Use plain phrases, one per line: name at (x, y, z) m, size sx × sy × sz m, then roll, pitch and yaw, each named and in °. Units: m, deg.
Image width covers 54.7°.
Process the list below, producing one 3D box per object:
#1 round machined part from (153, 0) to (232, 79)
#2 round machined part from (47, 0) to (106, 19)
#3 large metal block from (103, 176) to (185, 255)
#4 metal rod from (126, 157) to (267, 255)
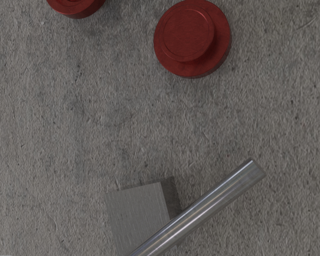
round machined part at (0.037, -0.113, 0.387) m, size 0.098 × 0.042 × 0.097 m, roll 0°, pitch 90°, yaw 20°
round machined part at (-0.112, -0.203, 0.439) m, size 0.098 × 0.042 × 0.097 m, roll 0°, pitch 90°, yaw 20°
large metal block at (-0.018, 0.113, 0.402) m, size 0.080 × 0.050 × 0.080 m, roll -16°, pitch 85°, yaw 19°
metal rod at (-0.005, 0.137, 0.357) m, size 0.299 × 0.025 × 0.025 m, roll -42°, pitch 77°, yaw 15°
